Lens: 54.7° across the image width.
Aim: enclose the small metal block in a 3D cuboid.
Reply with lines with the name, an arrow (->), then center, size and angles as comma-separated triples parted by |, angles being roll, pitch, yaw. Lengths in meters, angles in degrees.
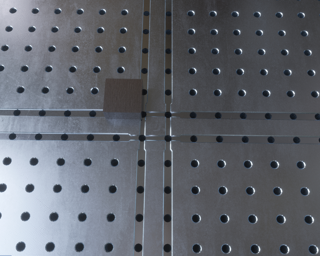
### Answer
small metal block -> -0.049, -0.040, 0.426 | 0.050, 0.025, 0.050 | 1, 70, 0
